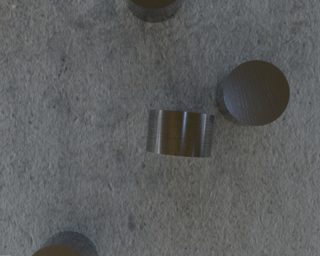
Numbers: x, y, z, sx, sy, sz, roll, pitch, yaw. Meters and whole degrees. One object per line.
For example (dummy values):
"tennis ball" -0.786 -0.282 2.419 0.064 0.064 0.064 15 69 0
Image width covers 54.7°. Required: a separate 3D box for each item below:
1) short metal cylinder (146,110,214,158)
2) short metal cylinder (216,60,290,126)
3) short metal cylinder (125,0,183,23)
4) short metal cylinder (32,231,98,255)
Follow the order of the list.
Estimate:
"short metal cylinder" 0.025 0.006 0.383 0.081 0.080 0.050 5 90 -1
"short metal cylinder" 0.117 -0.042 0.399 0.081 0.050 0.079 0 90 -1
"short metal cylinder" -0.008 -0.183 0.397 0.081 0.050 0.079 0 90 -1
"short metal cylinder" -0.124 0.180 0.396 0.081 0.050 0.079 0 90 -1
